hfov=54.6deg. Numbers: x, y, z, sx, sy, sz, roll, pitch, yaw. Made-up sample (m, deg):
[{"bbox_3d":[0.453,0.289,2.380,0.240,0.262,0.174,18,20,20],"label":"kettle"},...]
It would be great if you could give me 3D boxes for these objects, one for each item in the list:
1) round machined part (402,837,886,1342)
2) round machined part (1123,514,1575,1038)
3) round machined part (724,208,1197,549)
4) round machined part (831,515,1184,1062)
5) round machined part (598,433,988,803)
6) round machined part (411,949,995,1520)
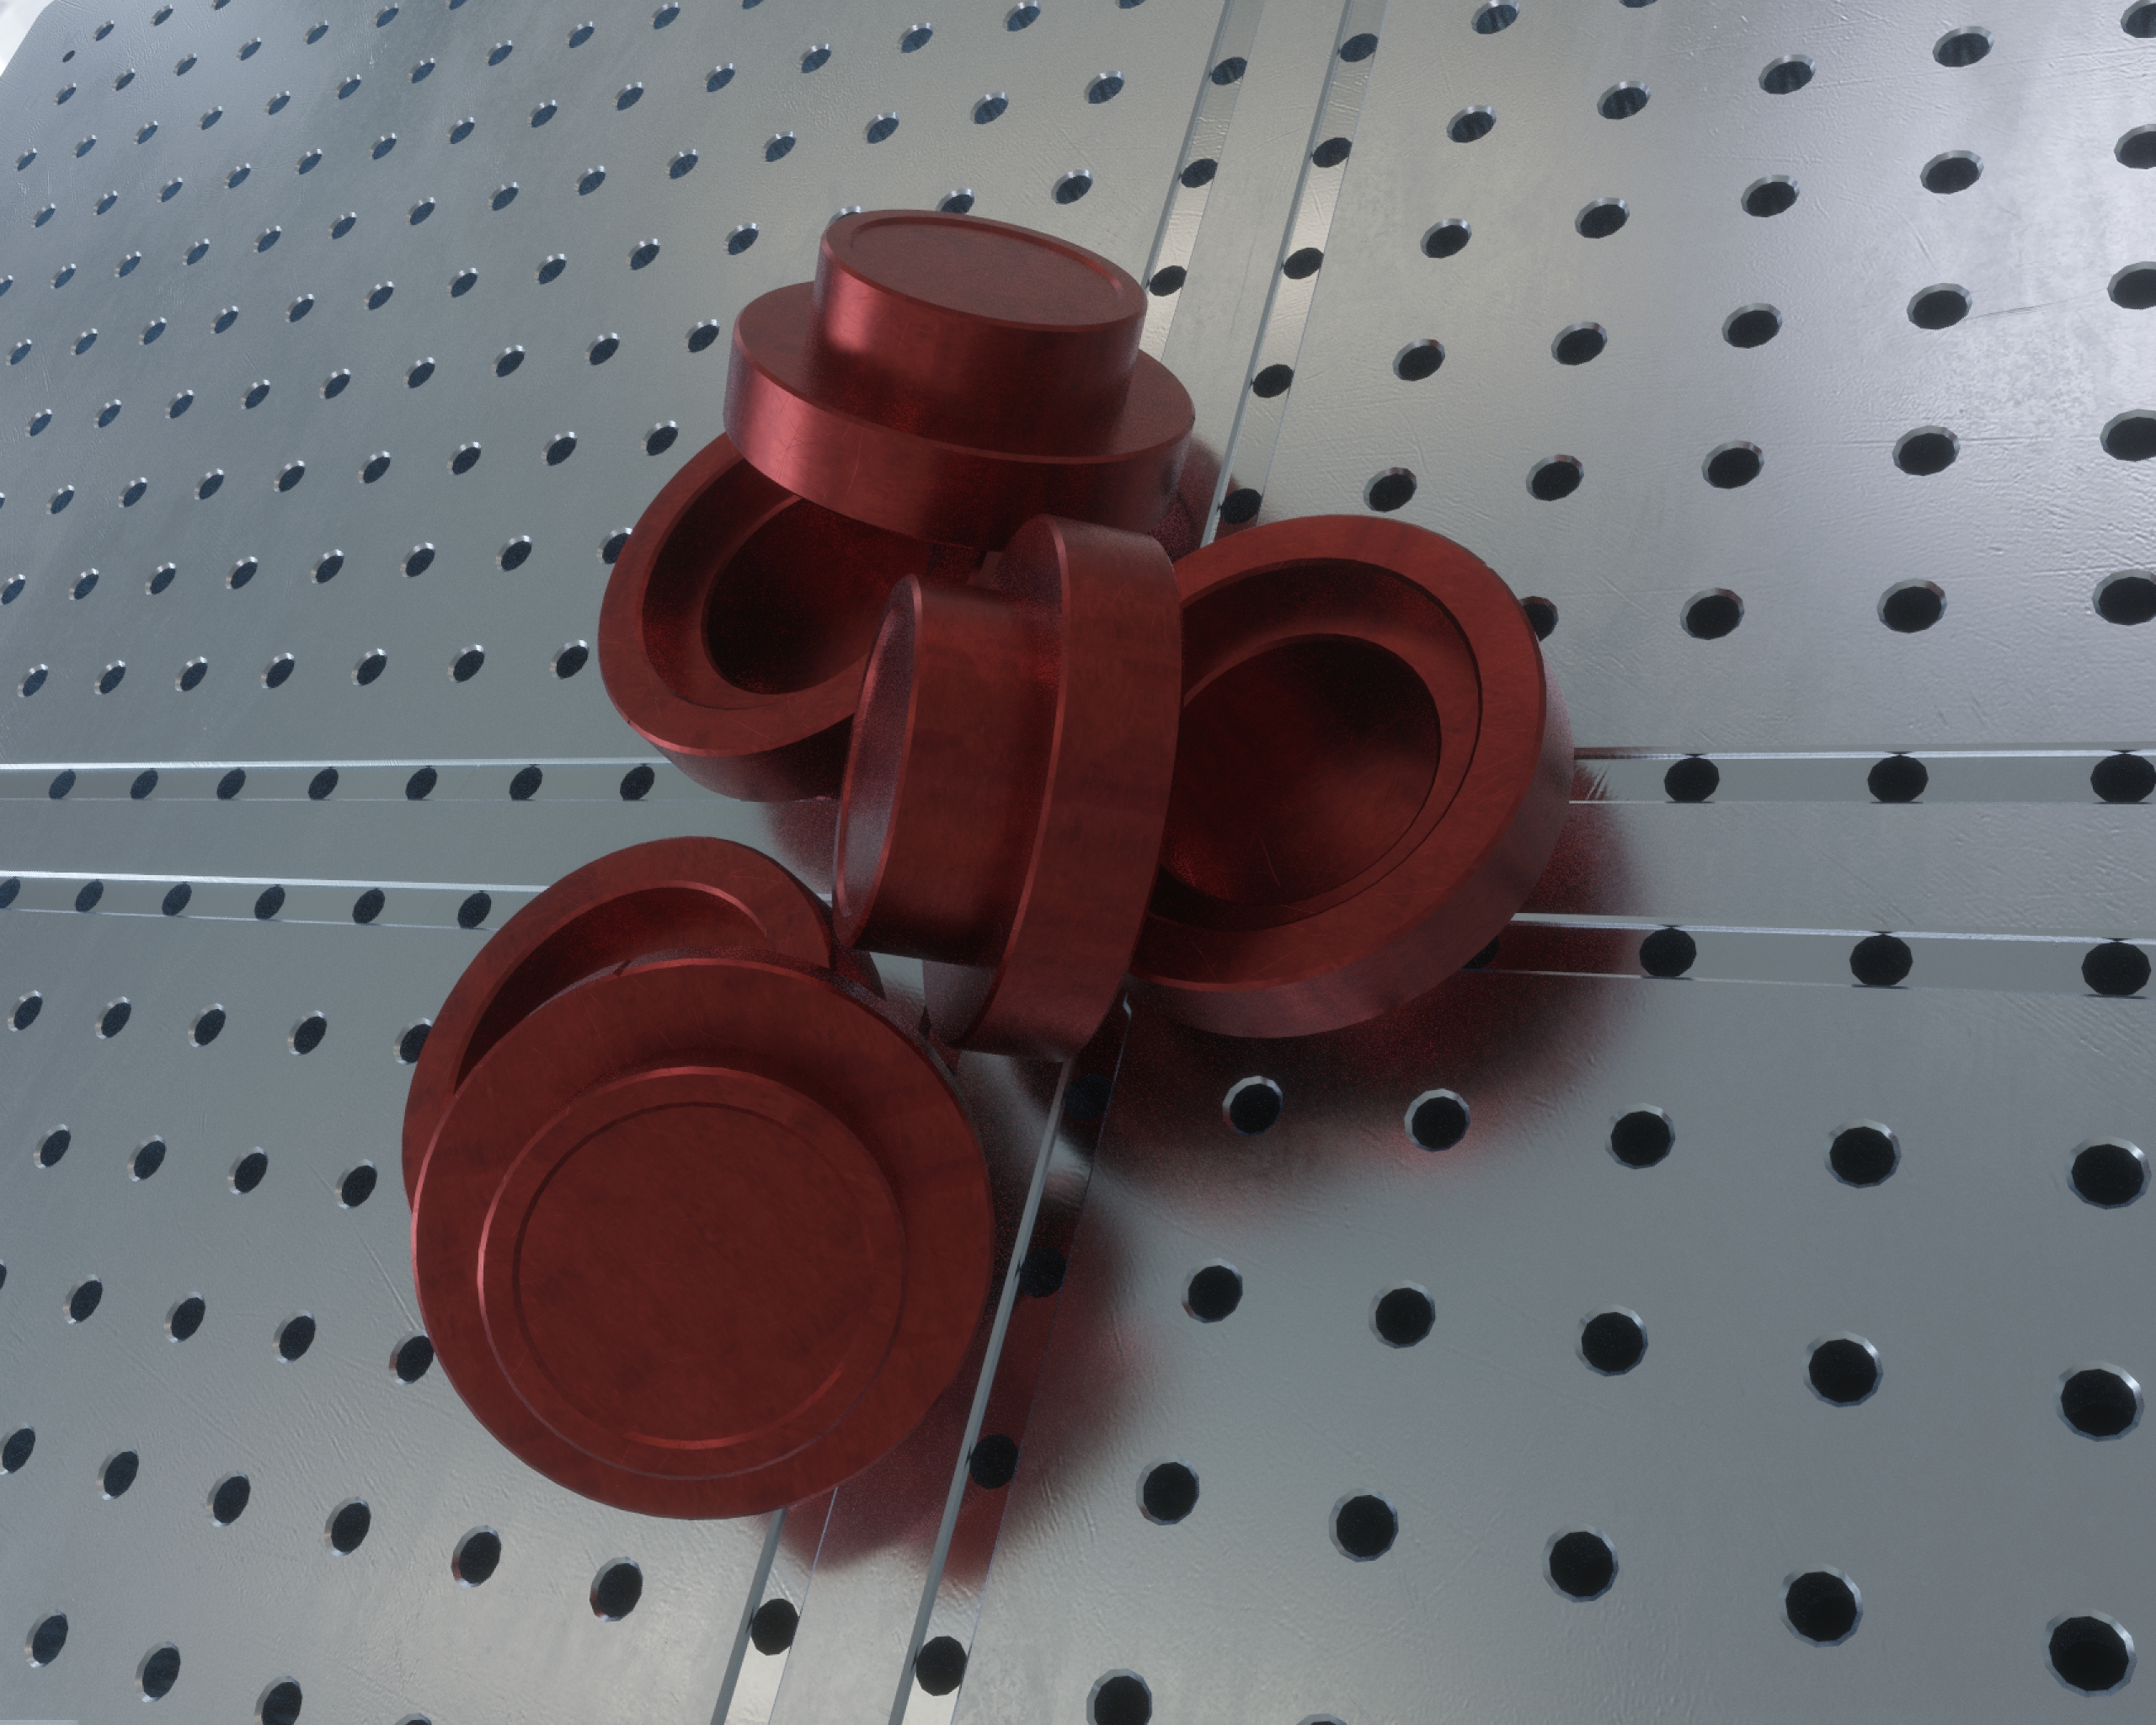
[{"bbox_3d":[-0.080,0.047,0.411,0.098,0.042,0.098,-13,56,21],"label":"round machined part"},{"bbox_3d":[0.042,-0.012,0.383,0.098,0.042,0.098,-13,56,21],"label":"round machined part"},{"bbox_3d":[-0.023,-0.106,0.440,0.099,0.042,0.098,10,32,-6],"label":"round machined part"},{"bbox_3d":[-0.017,-0.015,0.378,0.042,0.098,0.098,10,58,-14],"label":"round machined part"},{"bbox_3d":[-0.052,-0.055,0.458,0.098,0.042,0.098,-13,56,21],"label":"round machined part"},{"bbox_3d":[-0.063,0.065,0.355,0.099,0.042,0.097,0,94,-5],"label":"round machined part"}]
